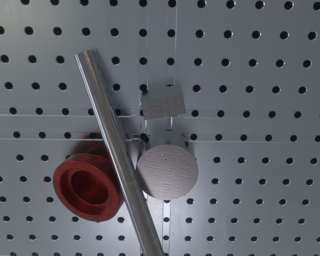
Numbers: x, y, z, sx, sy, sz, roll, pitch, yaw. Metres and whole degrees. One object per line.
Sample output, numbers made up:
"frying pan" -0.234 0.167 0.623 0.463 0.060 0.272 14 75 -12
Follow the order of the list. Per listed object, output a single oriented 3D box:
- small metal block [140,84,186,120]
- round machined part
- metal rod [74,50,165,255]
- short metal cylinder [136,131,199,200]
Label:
"small metal block" 0.004 -0.033 0.388 0.050 0.050 0.025 -9 110 3
"round machined part" -0.091 0.075 0.421 0.098 0.042 0.097 9 119 16
"metal rod" -0.045 0.050 0.385 0.025 0.025 0.298 -19 92 6
"short metal cylinder" 0.009 0.049 0.418 0.081 0.050 0.079 0 110 0
